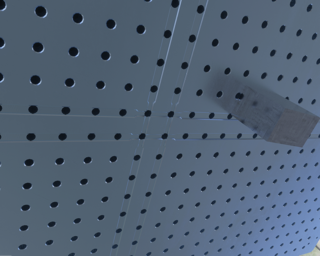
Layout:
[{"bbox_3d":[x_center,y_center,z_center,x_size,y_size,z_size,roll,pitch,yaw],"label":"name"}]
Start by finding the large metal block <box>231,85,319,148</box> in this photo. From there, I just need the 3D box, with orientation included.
[{"bbox_3d":[0.168,-0.017,0.455,0.081,0.080,0.050,9,114,-32],"label":"large metal block"}]
